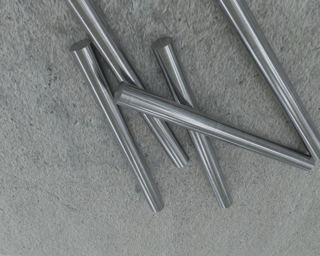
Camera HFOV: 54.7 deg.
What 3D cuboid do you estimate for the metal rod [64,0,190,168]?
[{"bbox_3d":[-0.034,-0.055,0.359,0.025,0.025,0.299,-20,128,16],"label":"metal rod"}]

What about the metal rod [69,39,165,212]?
[{"bbox_3d":[-0.045,0.021,0.424,0.025,0.025,0.299,-12,129,10],"label":"metal rod"}]

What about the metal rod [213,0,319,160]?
[{"bbox_3d":[0.135,-0.056,0.360,0.025,0.025,0.300,-30,124,23],"label":"metal rod"}]

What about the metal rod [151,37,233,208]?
[{"bbox_3d":[0.055,0.016,0.420,0.025,0.025,0.299,-16,129,13],"label":"metal rod"}]

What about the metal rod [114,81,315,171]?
[{"bbox_3d":[0.086,0.007,0.388,0.302,0.025,0.025,19,128,-25],"label":"metal rod"}]
